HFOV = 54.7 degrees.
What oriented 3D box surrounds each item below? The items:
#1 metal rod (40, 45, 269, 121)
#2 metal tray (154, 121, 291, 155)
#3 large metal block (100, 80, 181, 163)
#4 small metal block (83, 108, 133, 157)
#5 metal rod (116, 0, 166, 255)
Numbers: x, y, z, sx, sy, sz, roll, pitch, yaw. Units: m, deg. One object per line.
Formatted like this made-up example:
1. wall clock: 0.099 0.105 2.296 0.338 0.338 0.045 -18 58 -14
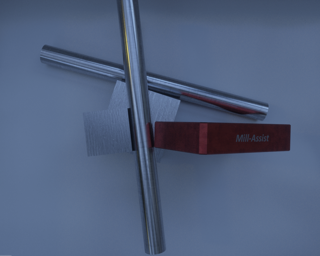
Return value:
1. metal rod: -0.007 -0.060 0.410 0.302 0.025 0.025 15 90 -1
2. metal tray: 0.071 0.009 0.352 0.131 0.090 0.030 1 91 -32
3. large metal block: -0.026 -0.008 0.397 0.080 0.050 0.080 18 90 -1
4. small metal block: -0.059 0.005 0.359 0.050 0.025 0.050 -6 90 -1
5. metal rod: -0.022 -0.006 0.360 0.025 0.025 0.298 -6 90 0
